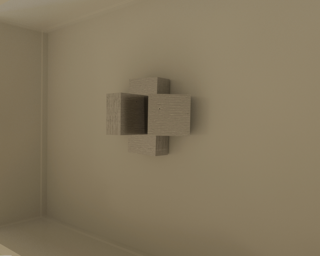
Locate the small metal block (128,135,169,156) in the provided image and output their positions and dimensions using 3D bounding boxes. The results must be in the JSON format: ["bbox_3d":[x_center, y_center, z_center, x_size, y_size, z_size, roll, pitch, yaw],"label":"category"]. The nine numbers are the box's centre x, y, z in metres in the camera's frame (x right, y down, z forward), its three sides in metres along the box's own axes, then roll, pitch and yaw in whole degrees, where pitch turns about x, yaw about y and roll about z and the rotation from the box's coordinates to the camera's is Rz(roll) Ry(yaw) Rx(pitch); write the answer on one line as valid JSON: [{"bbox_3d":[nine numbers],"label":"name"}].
[{"bbox_3d":[-0.016,0.010,0.417,0.050,0.025,0.050,3,92,40],"label":"small metal block"}]

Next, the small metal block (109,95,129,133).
[{"bbox_3d":[-0.057,-0.019,0.434,0.050,0.025,0.050,-172,83,-83],"label":"small metal block"}]

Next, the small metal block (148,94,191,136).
[{"bbox_3d":[0.011,-0.016,0.380,0.050,0.025,0.050,1,92,0],"label":"small metal block"}]

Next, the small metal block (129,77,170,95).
[{"bbox_3d":[-0.015,-0.041,0.416,0.050,0.025,0.050,3,92,39],"label":"small metal block"}]

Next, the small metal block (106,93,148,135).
[{"bbox_3d":[-0.040,-0.017,0.388,0.025,0.050,0.050,1,91,39],"label":"small metal block"}]
